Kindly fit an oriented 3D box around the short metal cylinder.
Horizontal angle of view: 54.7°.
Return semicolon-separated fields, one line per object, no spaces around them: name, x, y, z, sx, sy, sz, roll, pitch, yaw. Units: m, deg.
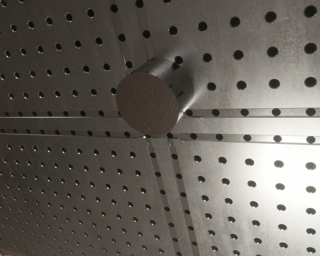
short metal cylinder;-0.006;-0.037;0.374;0.080;0.050;0.079;13;124;20
